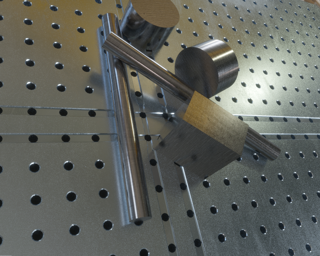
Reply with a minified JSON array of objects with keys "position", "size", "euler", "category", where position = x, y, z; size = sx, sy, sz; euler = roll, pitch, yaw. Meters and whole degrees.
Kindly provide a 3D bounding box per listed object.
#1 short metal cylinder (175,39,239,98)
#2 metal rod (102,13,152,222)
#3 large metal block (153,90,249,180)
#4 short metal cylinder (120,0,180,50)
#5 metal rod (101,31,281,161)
[{"position":[0.069,-0.087,0.463],"size":[0.050,0.080,0.080],"euler":[-30,78,-38],"category":"short metal cylinder"},{"position":[-0.048,-0.032,0.401],"size":[0.025,0.025,0.299],"euler":[3,61,-27],"category":"metal rod"},{"position":[0.051,0.012,0.393],"size":[0.080,0.080,0.050],"euler":[32,52,-8],"category":"large metal block"},{"position":[-0.017,-0.170,0.487],"size":[0.081,0.050,0.080],"euler":[14,56,-21],"category":"short metal cylinder"},{"position":[0.054,-0.038,0.441],"size":[0.301,0.025,0.025],"euler":[32,51,-14],"category":"metal rod"}]
